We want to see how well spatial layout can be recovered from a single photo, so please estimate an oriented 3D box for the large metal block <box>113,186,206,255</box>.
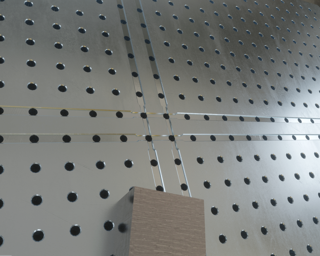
[{"bbox_3d":[-0.001,0.114,0.322,0.081,0.050,0.080,15,56,-20],"label":"large metal block"}]
